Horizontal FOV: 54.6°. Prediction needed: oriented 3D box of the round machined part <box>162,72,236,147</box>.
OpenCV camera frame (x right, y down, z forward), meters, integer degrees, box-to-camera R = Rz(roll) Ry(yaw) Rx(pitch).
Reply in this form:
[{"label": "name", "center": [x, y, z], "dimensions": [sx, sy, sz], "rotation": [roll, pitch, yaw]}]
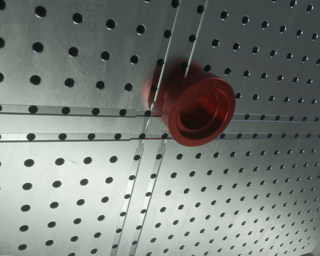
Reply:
[{"label": "round machined part", "center": [0.046, -0.027, 0.408], "dimensions": [0.099, 0.042, 0.097], "rotation": [-14, 124, -21]}]
